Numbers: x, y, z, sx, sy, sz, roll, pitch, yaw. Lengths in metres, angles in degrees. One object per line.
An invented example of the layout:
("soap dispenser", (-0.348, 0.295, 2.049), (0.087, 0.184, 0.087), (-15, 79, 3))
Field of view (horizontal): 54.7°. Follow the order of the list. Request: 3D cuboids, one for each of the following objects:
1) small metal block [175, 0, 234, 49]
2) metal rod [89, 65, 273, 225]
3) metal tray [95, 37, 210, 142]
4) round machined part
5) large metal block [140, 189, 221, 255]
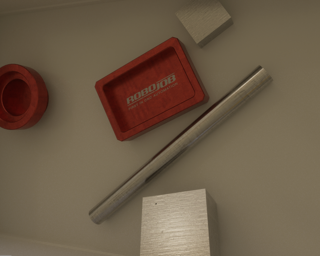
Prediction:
("small metal block", (0.056, -0.138, 0.390), (0.050, 0.025, 0.050), (-36, 79, 16))
("metal rod", (0.017, 0.031, 0.403), (0.299, 0.025, 0.025), (-41, 77, 15))
("metal tray", (-0.013, -0.048, 0.411), (0.130, 0.030, 0.090), (-27, 82, 17))
("round machined part", (-0.212, -0.046, 0.474), (0.098, 0.042, 0.097), (0, 90, 19))
("large metal block", (0.025, 0.124, 0.369), (0.080, 0.050, 0.080), (-12, 54, 19))
